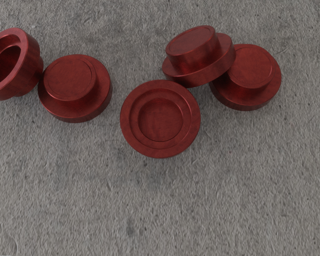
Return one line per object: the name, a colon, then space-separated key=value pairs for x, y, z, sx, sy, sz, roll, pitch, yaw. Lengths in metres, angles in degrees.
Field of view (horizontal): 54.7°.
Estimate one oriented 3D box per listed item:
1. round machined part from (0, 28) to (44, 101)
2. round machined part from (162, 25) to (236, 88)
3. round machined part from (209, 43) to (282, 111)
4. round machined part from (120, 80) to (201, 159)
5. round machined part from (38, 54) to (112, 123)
round machined part: x=-0.197 y=-0.081 z=0.414 sx=0.098 sy=0.042 sz=0.098 roll=-10 pitch=66 yaw=24
round machined part: x=0.046 y=-0.099 z=0.408 sx=0.098 sy=0.042 sz=0.098 roll=-20 pitch=36 yaw=16
round machined part: x=0.119 y=-0.076 z=0.428 sx=0.099 sy=0.042 sz=0.098 roll=0 pitch=70 yaw=0
round machined part: x=0.001 y=-0.009 z=0.396 sx=0.099 sy=0.042 sz=0.098 roll=0 pitch=81 yaw=2
round machined part: x=-0.117 y=-0.059 z=0.420 sx=0.099 sy=0.042 sz=0.098 roll=0 pitch=70 yaw=0
